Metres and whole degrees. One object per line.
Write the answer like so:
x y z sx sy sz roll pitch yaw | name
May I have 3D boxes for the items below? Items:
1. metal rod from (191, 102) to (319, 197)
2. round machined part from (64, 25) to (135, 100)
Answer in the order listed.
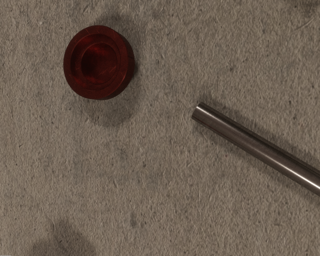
0.168 0.056 0.349 0.300 0.025 0.025 33 100 16 | metal rod
-0.079 -0.087 0.427 0.098 0.042 0.097 0 90 19 | round machined part
